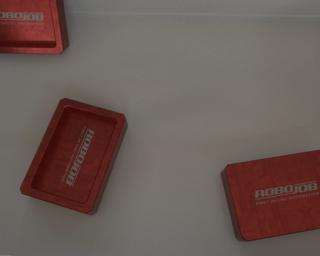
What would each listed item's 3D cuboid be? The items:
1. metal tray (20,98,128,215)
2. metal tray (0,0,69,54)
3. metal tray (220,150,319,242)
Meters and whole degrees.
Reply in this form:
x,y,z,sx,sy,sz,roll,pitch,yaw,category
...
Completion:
x,y,z,sx,sy,sz,roll,pitch,yaw,category
-0.104,0.034,0.393,0.090,0.030,0.130,16,71,5,metal tray
-0.200,-0.151,0.429,0.131,0.089,0.030,1,29,0,metal tray
0.150,0.082,0.379,0.131,0.030,0.090,-9,70,-4,metal tray
